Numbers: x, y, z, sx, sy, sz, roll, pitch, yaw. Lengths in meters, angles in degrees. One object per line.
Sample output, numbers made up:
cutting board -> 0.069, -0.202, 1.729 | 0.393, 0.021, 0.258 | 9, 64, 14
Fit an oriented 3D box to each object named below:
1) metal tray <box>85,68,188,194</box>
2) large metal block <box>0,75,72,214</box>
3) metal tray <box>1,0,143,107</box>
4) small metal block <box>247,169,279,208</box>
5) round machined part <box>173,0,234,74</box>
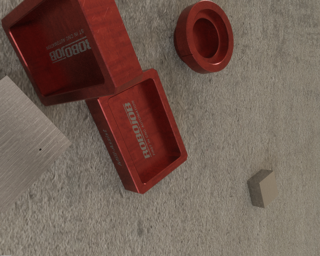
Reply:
metal tray -> -0.023, 0.003, 0.381 | 0.091, 0.030, 0.129 | -33, 111, -35
large metal block -> -0.141, 0.013, 0.270 | 0.080, 0.050, 0.080 | -51, 120, -27
metal tray -> -0.081, -0.069, 0.267 | 0.030, 0.130, 0.090 | -36, 113, -39
small metal block -> 0.187, 0.109, 0.562 | 0.050, 0.025, 0.050 | -26, 106, -37
round machined part -> 0.058, -0.126, 0.442 | 0.099, 0.042, 0.097 | 0, 90, -40
